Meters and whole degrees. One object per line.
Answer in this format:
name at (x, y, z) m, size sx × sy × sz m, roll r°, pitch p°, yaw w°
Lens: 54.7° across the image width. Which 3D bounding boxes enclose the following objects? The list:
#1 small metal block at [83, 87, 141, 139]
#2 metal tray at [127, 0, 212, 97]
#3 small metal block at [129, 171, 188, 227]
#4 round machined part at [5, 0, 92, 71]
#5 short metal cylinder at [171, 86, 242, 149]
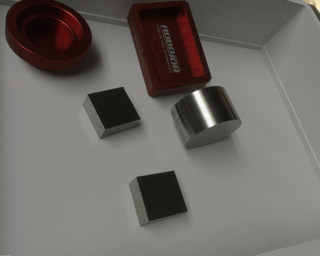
small metal block at (-0.060, -0.020, 0.386) m, size 0.050 × 0.025 × 0.050 m, roll -18°, pitch 72°, yaw -35°
metal tray at (0.013, -0.117, 0.450) m, size 0.091 × 0.030 × 0.129 m, roll -13°, pitch 82°, yaw -20°
small metal block at (-0.003, 0.080, 0.357) m, size 0.050 × 0.025 × 0.050 m, roll -5°, pitch 64°, yaw -31°
round machined part at (-0.140, -0.111, 0.388) m, size 0.099 × 0.042 × 0.098 m, roll 14°, pitch 56°, yaw -21°
short metal cylinder at (0.061, -0.013, 0.413) m, size 0.081 × 0.080 × 0.050 m, roll -9°, pitch 67°, yaw -32°
